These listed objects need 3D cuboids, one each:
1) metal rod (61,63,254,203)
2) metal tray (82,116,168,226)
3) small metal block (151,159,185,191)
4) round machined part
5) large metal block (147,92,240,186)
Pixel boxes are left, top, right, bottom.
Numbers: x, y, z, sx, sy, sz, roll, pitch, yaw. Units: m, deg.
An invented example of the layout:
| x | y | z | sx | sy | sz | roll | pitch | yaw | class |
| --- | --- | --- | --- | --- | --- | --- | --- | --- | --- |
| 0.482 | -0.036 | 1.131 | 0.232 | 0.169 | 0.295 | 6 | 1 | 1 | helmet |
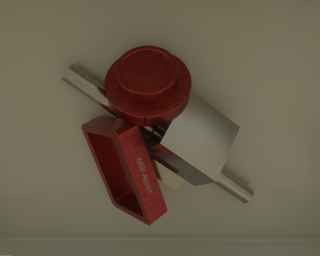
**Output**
| x | y | z | sx | sy | sz | roll | pitch | yaw | class |
| --- | --- | --- | --- | --- | --- | --- | --- | --- | --- |
| 0.006 | 0.014 | 0.415 | 0.301 | 0.025 | 0.025 | 35 | 106 | -13 | metal rod |
| -0.046 | 0.052 | 0.395 | 0.030 | 0.090 | 0.129 | -31 | 113 | -33 | metal tray |
| 0.008 | 0.049 | 0.414 | 0.050 | 0.050 | 0.025 | 36 | 106 | -13 | small metal block |
| -0.014 | -0.054 | 0.349 | 0.099 | 0.098 | 0.042 | -2 | 151 | 0 | round machined part |
| 0.039 | 0.014 | 0.381 | 0.080 | 0.050 | 0.080 | 35 | 63 | -12 | large metal block |
